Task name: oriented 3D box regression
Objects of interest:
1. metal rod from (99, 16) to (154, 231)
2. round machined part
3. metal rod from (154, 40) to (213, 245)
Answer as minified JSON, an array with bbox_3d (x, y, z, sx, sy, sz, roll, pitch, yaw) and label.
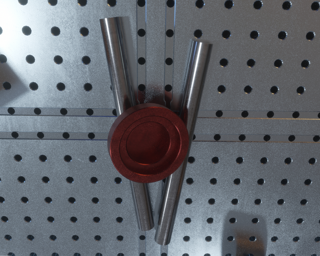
[{"bbox_3d":[-0.040,0.009,0.416,0.025,0.025,0.298,-7,110,2],"label":"metal rod"},{"bbox_3d":[-0.017,0.016,0.388,0.099,0.042,0.097,-6,109,-17],"label":"round machined part"},{"bbox_3d":[0.028,0.034,0.426,0.025,0.025,0.298,9,110,-4],"label":"metal rod"}]
